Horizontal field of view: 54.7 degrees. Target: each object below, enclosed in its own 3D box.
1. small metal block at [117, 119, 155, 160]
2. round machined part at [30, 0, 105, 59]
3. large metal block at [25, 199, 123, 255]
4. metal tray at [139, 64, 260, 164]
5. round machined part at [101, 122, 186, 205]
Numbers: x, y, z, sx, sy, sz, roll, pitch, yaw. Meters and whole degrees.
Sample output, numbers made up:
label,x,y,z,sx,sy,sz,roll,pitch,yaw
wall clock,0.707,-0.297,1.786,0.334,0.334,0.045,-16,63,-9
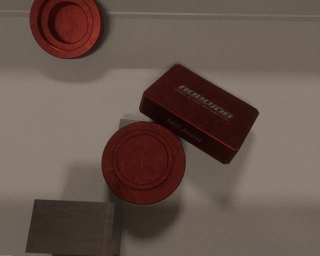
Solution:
label,x,y,z,sx,sy,sz,roll,pitch,yaw
small metal block,-0.029,0.018,0.403,0.050,0.025,0.050,7,70,2
round machined part,-0.127,-0.147,0.438,0.099,0.042,0.097,1,102,3
large metal block,-0.087,0.110,0.339,0.081,0.080,0.050,2,70,0
metal tray,0.051,-0.022,0.396,0.130,0.030,0.090,32,47,11
round machined part,-0.019,0.039,0.361,0.099,0.042,0.098,0,75,0
